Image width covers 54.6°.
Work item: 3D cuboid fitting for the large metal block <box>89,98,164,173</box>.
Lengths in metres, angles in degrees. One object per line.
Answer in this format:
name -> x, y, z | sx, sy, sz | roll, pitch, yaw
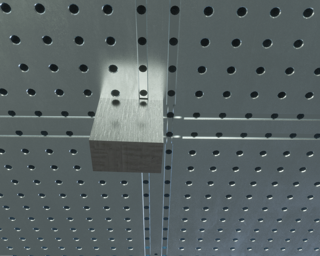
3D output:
large metal block -> -0.038, 0.008, 0.382 | 0.080, 0.080, 0.050 | 2, 130, -2
